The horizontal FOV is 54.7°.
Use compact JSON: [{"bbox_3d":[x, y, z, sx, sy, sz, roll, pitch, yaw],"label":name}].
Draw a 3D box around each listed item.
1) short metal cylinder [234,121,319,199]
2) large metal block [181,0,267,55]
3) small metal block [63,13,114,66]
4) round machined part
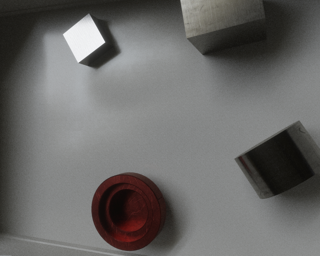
[{"bbox_3d":[0.129,0.034,0.336,0.080,0.080,0.050,-34,79,16],"label":"short metal cylinder"},{"bbox_3d":[0.075,-0.126,0.354,0.080,0.080,0.050,-10,87,19],"label":"large metal block"},{"bbox_3d":[-0.103,-0.126,0.445,0.050,0.025,0.050,-32,80,17],"label":"small metal block"},{"bbox_3d":[-0.038,0.108,0.414,0.098,0.042,0.097,0,90,19],"label":"round machined part"}]
